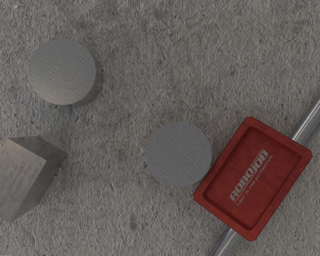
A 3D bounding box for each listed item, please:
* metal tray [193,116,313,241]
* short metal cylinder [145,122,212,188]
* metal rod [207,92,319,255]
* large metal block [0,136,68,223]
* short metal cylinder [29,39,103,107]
[{"bbox_3d":[0.115,0.062,0.392,0.090,0.030,0.130,34,90,22],"label":"metal tray"},{"bbox_3d":[0.022,0.032,0.398,0.081,0.050,0.079,0,90,0],"label":"short metal cylinder"},{"bbox_3d":[0.156,0.058,0.411,0.025,0.025,0.299,35,90,0],"label":"metal rod"},{"bbox_3d":[-0.167,0.058,0.381,0.050,0.080,0.080,30,90,0],"label":"large metal block"},{"bbox_3d":[-0.117,-0.068,0.396,0.081,0.050,0.079,0,90,0],"label":"short metal cylinder"}]
